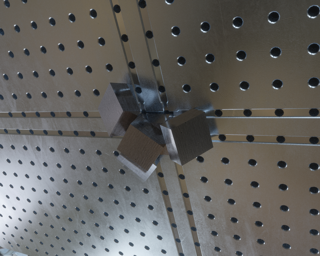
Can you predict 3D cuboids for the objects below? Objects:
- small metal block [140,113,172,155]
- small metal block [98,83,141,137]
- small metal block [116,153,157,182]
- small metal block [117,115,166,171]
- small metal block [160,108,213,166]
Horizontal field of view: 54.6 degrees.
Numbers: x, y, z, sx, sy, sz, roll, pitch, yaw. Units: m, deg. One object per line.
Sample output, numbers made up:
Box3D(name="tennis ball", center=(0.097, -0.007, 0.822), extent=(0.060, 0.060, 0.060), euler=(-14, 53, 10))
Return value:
Box3D(name="small metal block", center=(-0.007, 0.008, 0.420), extent=(0.050, 0.025, 0.050), euler=(1, 122, 27))
Box3D(name="small metal block", center=(-0.055, -0.024, 0.410), extent=(0.050, 0.025, 0.050), euler=(-55, 50, 39))
Box3D(name="small metal block", center=(-0.034, 0.052, 0.446), extent=(0.050, 0.025, 0.050), euler=(38, 166, 2))
Box3D(name="small metal block", center=(-0.021, 0.020, 0.403), extent=(0.050, 0.025, 0.050), euler=(35, 129, 4))
Box3D(name="small metal block", center=(0.034, 0.010, 0.381), extent=(0.025, 0.050, 0.050), euler=(24, 136, 56))
